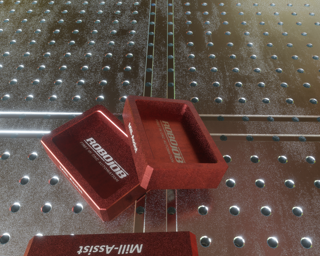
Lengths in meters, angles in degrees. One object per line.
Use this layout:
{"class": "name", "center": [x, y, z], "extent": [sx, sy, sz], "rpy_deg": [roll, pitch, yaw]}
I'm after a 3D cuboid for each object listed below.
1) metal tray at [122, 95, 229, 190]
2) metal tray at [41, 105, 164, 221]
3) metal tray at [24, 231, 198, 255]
{"class": "metal tray", "center": [0.012, 0.012, 0.363], "extent": [0.091, 0.030, 0.130], "rpy_deg": [3, 37, -21]}
{"class": "metal tray", "center": [-0.069, 0.035, 0.374], "extent": [0.090, 0.030, 0.130], "rpy_deg": [-35, 58, -26]}
{"class": "metal tray", "center": [-0.036, 0.127, 0.255], "extent": [0.131, 0.089, 0.030], "rpy_deg": [-1, 33, -1]}
